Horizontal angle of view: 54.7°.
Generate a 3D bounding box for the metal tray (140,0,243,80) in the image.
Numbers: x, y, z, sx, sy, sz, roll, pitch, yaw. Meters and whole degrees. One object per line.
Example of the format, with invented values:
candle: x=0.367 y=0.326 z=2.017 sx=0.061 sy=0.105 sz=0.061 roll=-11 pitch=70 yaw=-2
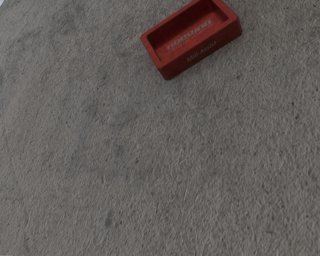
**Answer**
metal tray: x=0.043 y=-0.139 z=0.463 sx=0.130 sy=0.030 sz=0.090 roll=-31 pitch=52 yaw=7
